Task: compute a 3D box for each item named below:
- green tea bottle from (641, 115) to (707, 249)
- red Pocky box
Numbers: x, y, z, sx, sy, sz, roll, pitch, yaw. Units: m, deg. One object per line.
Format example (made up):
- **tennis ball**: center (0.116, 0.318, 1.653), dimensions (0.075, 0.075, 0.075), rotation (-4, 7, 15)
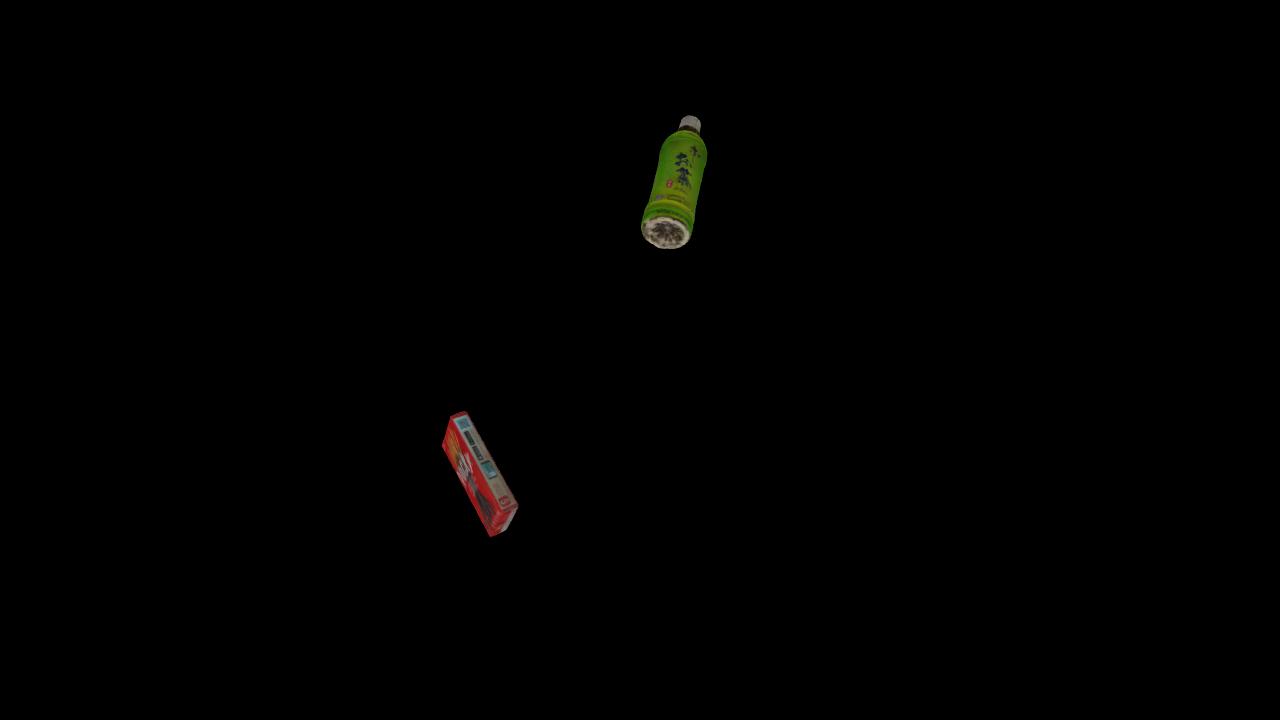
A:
- **green tea bottle**: center (0.053, -0.256, 0.856), dimensions (0.073, 0.212, 0.073), rotation (9, -26, 4)
- **red Pocky box**: center (-0.217, 0.153, 0.823), dimensions (0.028, 0.155, 0.083), rotation (-20, -26, -36)
